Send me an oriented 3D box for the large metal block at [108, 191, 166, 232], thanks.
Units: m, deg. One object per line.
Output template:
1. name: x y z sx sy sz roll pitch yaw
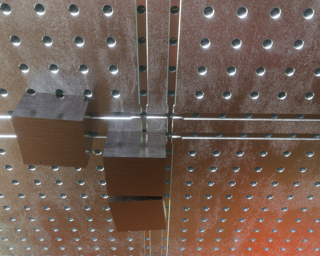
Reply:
1. large metal block: -0.033 0.121 0.497 0.080 0.050 0.080 -4 130 3

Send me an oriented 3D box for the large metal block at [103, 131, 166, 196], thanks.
1. large metal block: -0.034 0.051 0.438 0.080 0.050 0.080 1 130 -1

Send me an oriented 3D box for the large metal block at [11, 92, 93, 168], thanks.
1. large metal block: -0.132 0.003 0.397 0.080 0.050 0.080 4 130 -4
